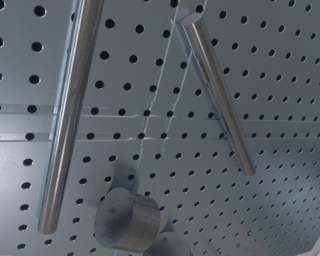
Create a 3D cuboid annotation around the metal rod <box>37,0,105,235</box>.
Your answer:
[{"bbox_3d":[-0.107,0.002,0.353,0.025,0.025,0.298,4,117,-30],"label":"metal rod"}]

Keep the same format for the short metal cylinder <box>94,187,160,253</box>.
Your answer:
[{"bbox_3d":[-0.046,0.128,0.430,0.050,0.080,0.080,30,102,-38],"label":"short metal cylinder"}]

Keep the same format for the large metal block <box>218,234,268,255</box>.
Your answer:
[{"bbox_3d":[0.182,0.287,0.653,0.080,0.080,0.050,-25,128,-13],"label":"large metal block"}]

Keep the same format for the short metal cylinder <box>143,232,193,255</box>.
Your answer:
[{"bbox_3d":[0.016,0.226,0.525,0.080,0.080,0.050,-28,128,-11],"label":"short metal cylinder"}]

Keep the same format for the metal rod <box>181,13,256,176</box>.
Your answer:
[{"bbox_3d":[0.096,-0.025,0.448,0.025,0.025,0.299,-35,129,-5],"label":"metal rod"}]
